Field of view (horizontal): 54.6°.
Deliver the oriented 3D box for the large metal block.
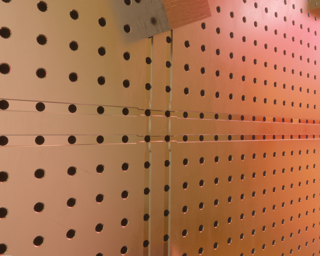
[{"bbox_3d":[0.013,-0.171,0.402,0.081,0.050,0.080,-30,109,-36],"label":"large metal block"}]
